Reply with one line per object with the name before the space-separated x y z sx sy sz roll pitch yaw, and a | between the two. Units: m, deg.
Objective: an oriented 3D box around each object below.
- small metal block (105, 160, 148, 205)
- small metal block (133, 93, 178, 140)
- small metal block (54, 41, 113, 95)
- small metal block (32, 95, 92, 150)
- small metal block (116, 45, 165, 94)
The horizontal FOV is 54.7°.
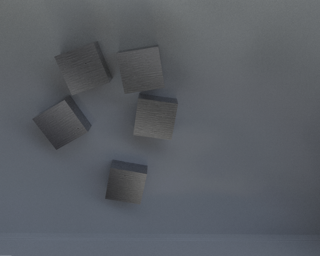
small metal block | -0.047 0.077 0.439 0.050 0.025 0.050 11 110 -5
small metal block | -0.006 -0.015 0.406 0.050 0.025 0.050 8 110 -4
small metal block | -0.093 -0.074 0.383 0.050 0.025 0.050 -18 109 6
small metal block | -0.127 -0.007 0.407 0.050 0.025 0.050 -29 108 9
small metal block | -0.023 -0.073 0.384 0.050 0.025 0.050 -9 110 2
